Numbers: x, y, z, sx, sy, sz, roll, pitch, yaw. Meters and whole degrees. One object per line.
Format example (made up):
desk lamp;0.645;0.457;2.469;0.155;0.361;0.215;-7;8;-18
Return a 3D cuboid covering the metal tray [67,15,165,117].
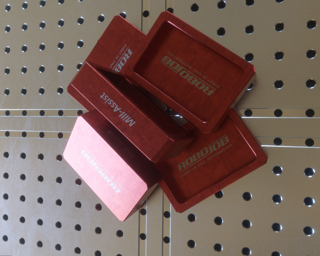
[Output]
metal tray;-0.058;-0.076;0.428;0.090;0.030;0.130;40;102;15

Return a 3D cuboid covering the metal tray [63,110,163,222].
metal tray;-0.068;0.050;0.413;0.130;0.030;0.089;44;129;14

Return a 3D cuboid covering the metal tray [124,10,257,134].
metal tray;0.034;-0.065;0.365;0.130;0.030;0.090;38;102;15

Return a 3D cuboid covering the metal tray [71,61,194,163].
metal tray;-0.028;-0.019;0.354;0.130;0.090;0.030;42;103;14

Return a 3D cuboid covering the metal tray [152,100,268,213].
metal tray;0.055;0.036;0.389;0.130;0.030;0.090;-35;79;16
